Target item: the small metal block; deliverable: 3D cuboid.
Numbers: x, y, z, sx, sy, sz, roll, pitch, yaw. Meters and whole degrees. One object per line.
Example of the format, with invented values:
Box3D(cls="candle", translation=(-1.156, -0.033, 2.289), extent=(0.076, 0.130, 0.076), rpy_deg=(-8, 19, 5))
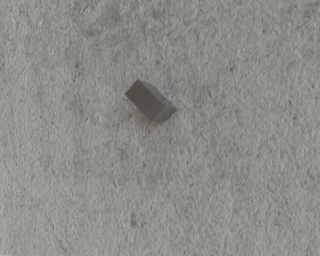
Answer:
Box3D(cls="small metal block", translation=(-0.010, -0.034, 0.399), extent=(0.050, 0.050, 0.025), rpy_deg=(46, 104, 14))
